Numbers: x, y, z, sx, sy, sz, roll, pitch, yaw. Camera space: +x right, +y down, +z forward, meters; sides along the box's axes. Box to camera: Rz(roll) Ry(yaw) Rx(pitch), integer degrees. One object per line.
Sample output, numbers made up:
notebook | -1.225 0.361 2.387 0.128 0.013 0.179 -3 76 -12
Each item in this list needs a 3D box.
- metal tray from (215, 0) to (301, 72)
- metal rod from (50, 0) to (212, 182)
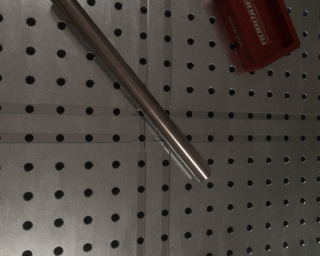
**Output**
metal tray | 0.147 -0.162 0.465 0.091 0.030 0.129 -30 100 -18
metal rod | -0.029 -0.046 0.402 0.025 0.025 0.300 -43 104 -15
